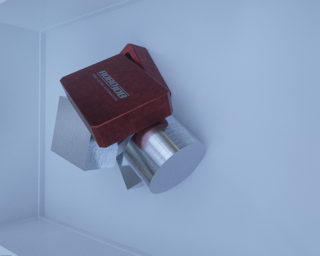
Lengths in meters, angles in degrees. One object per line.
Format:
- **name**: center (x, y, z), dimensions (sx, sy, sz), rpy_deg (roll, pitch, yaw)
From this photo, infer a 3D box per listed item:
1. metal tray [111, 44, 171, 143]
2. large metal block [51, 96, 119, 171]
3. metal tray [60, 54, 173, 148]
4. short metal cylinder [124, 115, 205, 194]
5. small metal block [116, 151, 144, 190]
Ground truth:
- **metal tray**: center (-0.053, -0.043, 0.443), dimensions (0.129, 0.030, 0.090), rpy_deg (-41, 66, 32)
- **large metal block**: center (-0.101, 0.005, 0.427), dimensions (0.080, 0.050, 0.079), rpy_deg (21, 103, 37)
- **metal tray**: center (-0.056, -0.039, 0.368), dimensions (0.130, 0.091, 0.030), rpy_deg (45, 156, 46)
- **short metal cylinder**: center (0.006, 0.031, 0.363), dimensions (0.050, 0.081, 0.080), rpy_deg (47, 118, 29)
- **small metal block**: center (-0.029, 0.051, 0.427), dimensions (0.050, 0.025, 0.050), rpy_deg (-35, 68, 34)
